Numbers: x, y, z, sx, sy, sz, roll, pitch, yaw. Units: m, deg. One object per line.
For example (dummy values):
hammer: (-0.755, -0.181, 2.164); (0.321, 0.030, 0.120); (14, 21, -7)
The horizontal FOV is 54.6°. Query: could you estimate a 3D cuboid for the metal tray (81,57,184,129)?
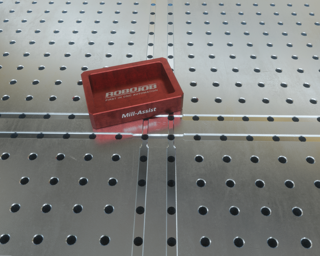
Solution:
metal tray: (-0.041, -0.054, 0.449); (0.131, 0.030, 0.090); (-13, 51, -11)
